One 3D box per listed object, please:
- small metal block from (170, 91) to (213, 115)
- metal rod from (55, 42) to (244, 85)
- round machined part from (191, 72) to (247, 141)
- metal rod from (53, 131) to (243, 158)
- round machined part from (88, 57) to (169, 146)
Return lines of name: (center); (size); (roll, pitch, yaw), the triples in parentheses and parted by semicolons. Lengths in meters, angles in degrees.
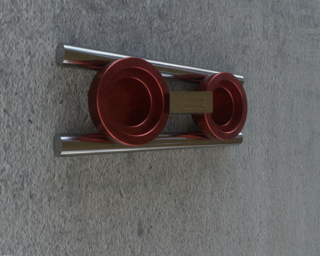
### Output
small metal block: (0.038, -0.030, 0.387); (0.050, 0.050, 0.025); (0, 90, 3)
metal rod: (0.013, -0.076, 0.416); (0.302, 0.025, 0.025); (0, 90, -40)
round machined part: (0.083, -0.031, 0.457); (0.099, 0.042, 0.097); (0, 90, -40)
metal rod: (0.011, 0.017, 0.414); (0.302, 0.025, 0.025); (0, 90, -40)
round machined part: (-0.038, -0.029, 0.357); (0.099, 0.042, 0.097); (0, 90, -40)
